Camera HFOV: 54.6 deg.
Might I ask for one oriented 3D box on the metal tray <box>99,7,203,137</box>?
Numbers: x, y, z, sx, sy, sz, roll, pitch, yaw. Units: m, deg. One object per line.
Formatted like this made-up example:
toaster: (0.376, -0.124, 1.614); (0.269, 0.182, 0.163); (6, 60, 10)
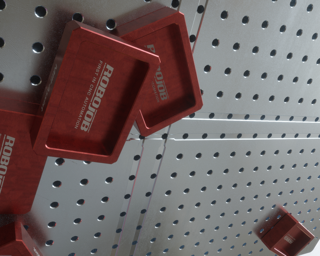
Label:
metal tray: (-0.005, -0.062, 0.366); (0.090, 0.030, 0.130); (-27, 128, -11)

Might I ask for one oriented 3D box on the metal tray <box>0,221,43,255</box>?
metal tray: (-0.189, 0.181, 0.376); (0.091, 0.030, 0.129); (-22, 127, -15)

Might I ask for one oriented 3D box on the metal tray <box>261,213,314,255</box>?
metal tray: (0.305, 0.261, 0.734); (0.090, 0.030, 0.130); (-47, 129, 5)

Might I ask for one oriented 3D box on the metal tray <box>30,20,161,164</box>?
metal tray: (-0.066, -0.029, 0.313); (0.091, 0.030, 0.129); (13, 112, -34)

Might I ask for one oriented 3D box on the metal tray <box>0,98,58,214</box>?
metal tray: (-0.174, 0.033, 0.333); (0.091, 0.030, 0.129); (11, 113, -33)

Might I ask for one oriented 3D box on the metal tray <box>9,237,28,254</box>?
metal tray: (-0.207, 0.211, 0.424); (0.091, 0.030, 0.129); (-22, 127, -15)
